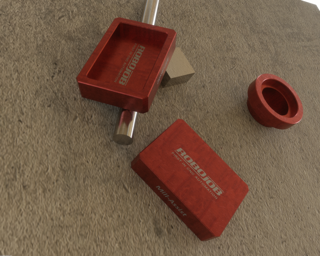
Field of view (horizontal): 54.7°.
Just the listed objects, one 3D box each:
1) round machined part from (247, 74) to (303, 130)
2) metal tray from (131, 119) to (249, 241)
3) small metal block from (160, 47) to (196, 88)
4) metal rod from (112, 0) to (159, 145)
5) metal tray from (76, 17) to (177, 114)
[{"bbox_3d":[0.187,-0.040,0.521,0.099,0.042,0.098,14,56,-21],"label":"round machined part"},{"bbox_3d":[0.040,0.061,0.386,0.130,0.030,0.091,46,51,3],"label":"metal tray"},{"bbox_3d":[0.017,-0.093,0.471,0.050,0.025,0.050,-20,72,-36],"label":"small metal block"},{"bbox_3d":[-0.028,-0.109,0.456,0.025,0.025,0.300,20,54,-17],"label":"metal rod"},{"bbox_3d":[-0.039,-0.087,0.406,0.090,0.030,0.130,16,57,8],"label":"metal tray"}]
